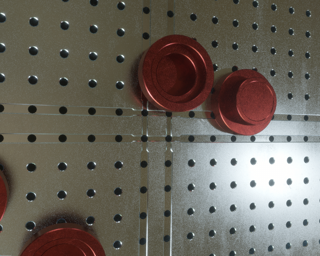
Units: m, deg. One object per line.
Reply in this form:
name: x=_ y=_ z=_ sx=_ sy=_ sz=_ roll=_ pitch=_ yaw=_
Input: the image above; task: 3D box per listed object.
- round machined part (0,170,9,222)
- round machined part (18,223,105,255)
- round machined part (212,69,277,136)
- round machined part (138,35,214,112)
round machined part: x=-0.213 y=0.073 z=0.325 sx=0.099 sy=0.042 sz=0.097 roll=0 pitch=90 yaw=-20
round machined part: x=-0.115 y=0.159 z=0.361 sx=0.099 sy=0.042 sz=0.097 roll=0 pitch=90 yaw=-20
round machined part: x=0.128 y=-0.038 z=0.450 sx=0.099 sy=0.042 sz=0.097 roll=0 pitch=90 yaw=-20
round machined part: x=0.018 y=-0.069 z=0.410 sx=0.099 sy=0.042 sz=0.097 roll=0 pitch=90 yaw=-20
